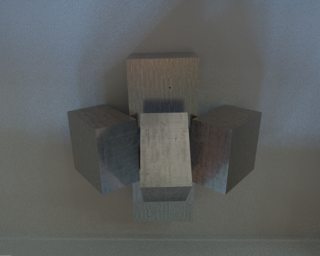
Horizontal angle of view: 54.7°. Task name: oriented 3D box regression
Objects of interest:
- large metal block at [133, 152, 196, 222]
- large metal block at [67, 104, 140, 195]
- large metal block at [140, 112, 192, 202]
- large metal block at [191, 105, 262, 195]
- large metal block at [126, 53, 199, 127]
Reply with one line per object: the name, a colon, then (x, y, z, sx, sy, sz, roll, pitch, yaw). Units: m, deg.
large metal block: (0.005, 0.080, 0.426, 0.081, 0.050, 0.079, 1, 110, -1)
large metal block: (-0.070, 0.022, 0.380, 0.050, 0.080, 0.079, -16, 115, -33)
large metal block: (0.005, 0.036, 0.351, 0.050, 0.080, 0.080, -1, 66, -1)
large metal block: (0.081, 0.022, 0.382, 0.050, 0.081, 0.079, 17, 116, 35)
large metal block: (0.004, -0.048, 0.376, 0.080, 0.050, 0.079, -1, 110, 0)
